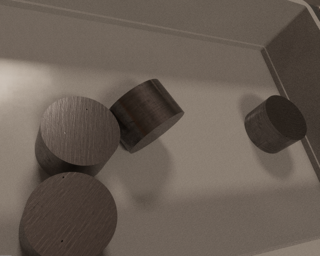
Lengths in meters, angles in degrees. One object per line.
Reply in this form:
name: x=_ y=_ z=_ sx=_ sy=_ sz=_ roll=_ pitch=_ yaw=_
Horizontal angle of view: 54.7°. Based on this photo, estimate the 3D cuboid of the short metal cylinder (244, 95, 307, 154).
short metal cylinder: x=0.184 y=-0.005 z=0.495 sx=0.081 sy=0.050 sz=0.080 roll=14 pitch=56 yaw=-21

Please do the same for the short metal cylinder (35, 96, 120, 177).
short metal cylinder: x=-0.089 y=0.013 z=0.335 sx=0.081 sy=0.050 sz=0.080 roll=14 pitch=56 yaw=-21

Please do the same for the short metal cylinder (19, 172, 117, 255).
short metal cylinder: x=-0.086 y=0.088 z=0.290 sx=0.081 sy=0.050 sz=0.080 roll=14 pitch=56 yaw=-21

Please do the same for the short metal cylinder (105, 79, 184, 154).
short metal cylinder: x=-0.018 y=-0.013 z=0.370 sx=0.081 sy=0.080 sz=0.050 roll=-31 pitch=79 yaw=-38
